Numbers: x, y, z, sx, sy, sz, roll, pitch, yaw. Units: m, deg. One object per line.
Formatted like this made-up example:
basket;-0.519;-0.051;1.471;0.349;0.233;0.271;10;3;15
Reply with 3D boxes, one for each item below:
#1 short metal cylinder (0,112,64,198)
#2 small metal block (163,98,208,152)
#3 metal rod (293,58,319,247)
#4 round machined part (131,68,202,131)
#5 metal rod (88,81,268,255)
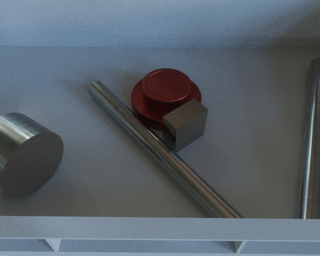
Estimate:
short metal cylinder;-0.155;0.029;0.343;0.050;0.080;0.080;28;55;21
small metal block;0.031;-0.002;0.391;0.050;0.050;0.025;-31;57;-24
metal rod;0.200;0.006;0.402;0.025;0.025;0.301;16;52;13
round machined part;0.009;-0.046;0.433;0.099;0.042;0.098;0;50;0
metal rod;0.002;0.031;0.378;0.025;0.025;0.300;-32;58;-25
